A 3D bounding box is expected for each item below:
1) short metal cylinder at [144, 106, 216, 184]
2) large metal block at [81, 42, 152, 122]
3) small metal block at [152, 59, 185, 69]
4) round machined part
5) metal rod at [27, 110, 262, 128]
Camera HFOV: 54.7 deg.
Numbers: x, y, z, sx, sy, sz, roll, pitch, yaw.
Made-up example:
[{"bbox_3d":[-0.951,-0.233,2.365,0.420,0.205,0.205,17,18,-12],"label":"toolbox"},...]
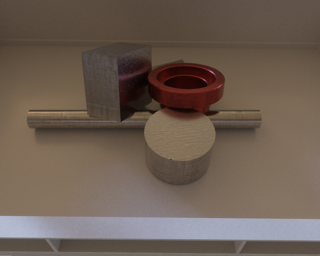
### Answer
[{"bbox_3d":[0.022,0.020,0.369,0.081,0.050,0.080,0,50,0],"label":"short metal cylinder"},{"bbox_3d":[-0.052,-0.063,0.401,0.050,0.079,0.080,12,27,24],"label":"large metal block"},{"bbox_3d":[0.020,-0.073,0.466,0.050,0.025,0.050,-16,52,-14],"label":"small metal block"},{"bbox_3d":[0.034,-0.049,0.408,0.099,0.042,0.098,0,33,0],"label":"round machined part"},{"bbox_3d":[-0.019,-0.012,0.411,0.302,0.025,0.025,0,50,-1],"label":"metal rod"}]
